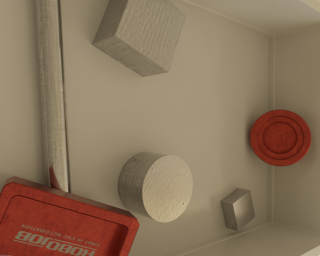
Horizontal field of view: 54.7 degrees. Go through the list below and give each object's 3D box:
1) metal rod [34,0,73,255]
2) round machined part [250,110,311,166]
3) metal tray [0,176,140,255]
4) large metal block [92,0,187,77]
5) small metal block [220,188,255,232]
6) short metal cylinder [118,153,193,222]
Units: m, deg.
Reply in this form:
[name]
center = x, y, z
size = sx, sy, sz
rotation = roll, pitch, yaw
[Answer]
[metal rod]
center = -0.108, -0.010, 0.317
size = 0.025, 0.025, 0.298
rotation = -4, 93, -40
[round machined part]
center = 0.213, 0.017, 0.549
size = 0.042, 0.098, 0.097
rotation = 1, 89, -69
[metal tray]
center = -0.096, 0.109, 0.293
size = 0.131, 0.030, 0.090
rotation = 24, 82, -21
[large metal block]
center = -0.023, -0.118, 0.373
size = 0.080, 0.050, 0.080
rotation = 28, 73, -37
[small metal block]
center = 0.132, 0.136, 0.520
size = 0.050, 0.025, 0.050
rotation = -23, 105, -38
[short metal cylinder]
center = -0.005, 0.072, 0.388
size = 0.081, 0.050, 0.079
rotation = 0, 90, -40
